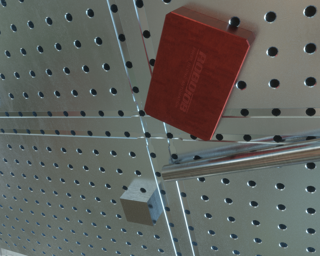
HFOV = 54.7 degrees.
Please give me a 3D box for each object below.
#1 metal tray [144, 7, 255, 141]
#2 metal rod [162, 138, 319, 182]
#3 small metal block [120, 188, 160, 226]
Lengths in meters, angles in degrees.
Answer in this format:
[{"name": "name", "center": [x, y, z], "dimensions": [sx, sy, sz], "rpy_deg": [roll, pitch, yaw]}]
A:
[{"name": "metal tray", "center": [0.039, -0.057, 0.351], "dimensions": [0.090, 0.030, 0.129], "rpy_deg": [25, 127, 12]}, {"name": "metal rod", "center": [0.131, 0.034, 0.362], "dimensions": [0.300, 0.025, 0.025], "rpy_deg": [-14, 111, 33]}, {"name": "small metal block", "center": [-0.032, 0.129, 0.507], "dimensions": [0.050, 0.025, 0.050], "rpy_deg": [2, 119, 27]}]
